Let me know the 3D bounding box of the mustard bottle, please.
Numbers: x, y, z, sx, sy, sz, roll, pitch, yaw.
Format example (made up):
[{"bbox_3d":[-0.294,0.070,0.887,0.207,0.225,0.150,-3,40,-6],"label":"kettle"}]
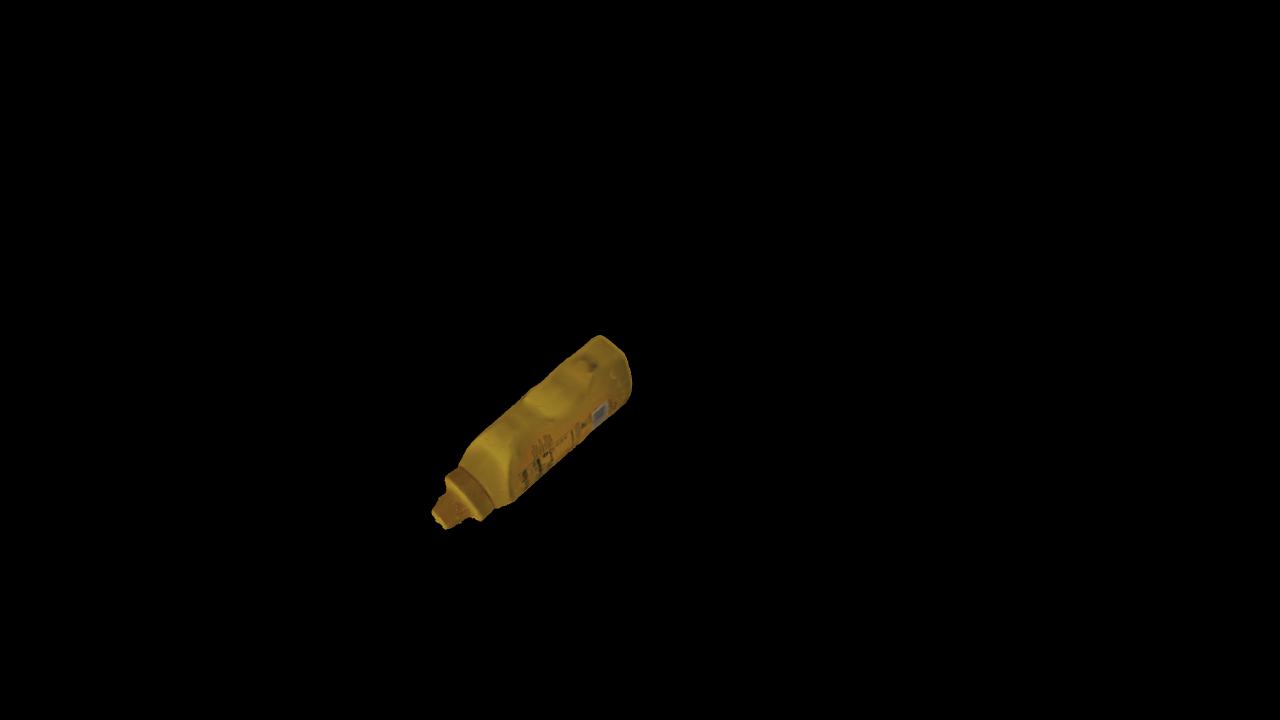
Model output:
[{"bbox_3d":[-0.084,0.062,0.482,0.184,0.054,0.092,-42,-14,-28],"label":"mustard bottle"}]
